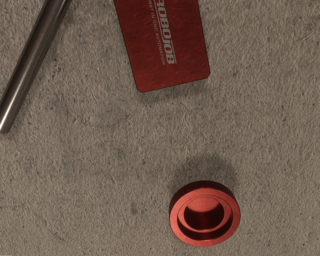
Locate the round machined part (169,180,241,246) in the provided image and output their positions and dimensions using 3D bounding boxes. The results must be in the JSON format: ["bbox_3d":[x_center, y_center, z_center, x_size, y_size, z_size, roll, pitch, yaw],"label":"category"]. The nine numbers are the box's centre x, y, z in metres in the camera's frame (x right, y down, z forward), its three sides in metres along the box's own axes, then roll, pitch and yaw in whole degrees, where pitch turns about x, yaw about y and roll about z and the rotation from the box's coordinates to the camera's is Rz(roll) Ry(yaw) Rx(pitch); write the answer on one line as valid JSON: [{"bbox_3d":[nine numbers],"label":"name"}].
[{"bbox_3d":[0.062,0.117,0.445,0.099,0.042,0.097,0,110,-1],"label":"round machined part"}]

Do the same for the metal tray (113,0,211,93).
[{"bbox_3d":[0.003,-0.115,0.365,0.090,0.030,0.129,-12,110,4],"label":"metal tray"}]

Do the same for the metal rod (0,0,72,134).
[{"bbox_3d":[-0.133,-0.120,0.363,0.025,0.025,0.298,30,107,-11],"label":"metal rod"}]
